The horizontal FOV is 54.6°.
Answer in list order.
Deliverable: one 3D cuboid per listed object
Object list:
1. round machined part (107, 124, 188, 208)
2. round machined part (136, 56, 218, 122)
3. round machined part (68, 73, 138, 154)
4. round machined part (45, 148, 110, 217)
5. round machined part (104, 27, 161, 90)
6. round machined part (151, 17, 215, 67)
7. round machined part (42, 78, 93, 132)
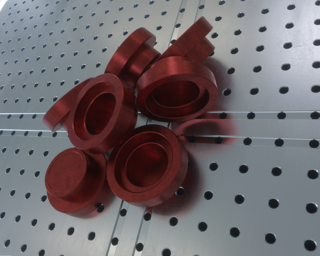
[{"bbox_3d":[-0.012,0.048,0.375,0.098,0.042,0.098,-13,56,21],"label":"round machined part"},{"bbox_3d":[0.019,-0.050,0.382,0.098,0.098,0.042,-18,58,18],"label":"round machined part"},{"bbox_3d":[-0.066,-0.014,0.383,0.098,0.042,0.098,-18,59,34],"label":"round machined part"},{"bbox_3d":[-0.114,0.066,0.419,0.098,0.042,0.098,-13,56,21],"label":"round machined part"},{"bbox_3d":[-0.035,-0.092,0.450,0.042,0.098,0.098,38,81,2],"label":"round machined part"},{"bbox_3d":[0.035,-0.100,0.419,0.098,0.042,0.098,-43,8,8],"label":"round machined part"},{"bbox_3d":[-0.119,-0.026,0.455,0.098,0.098,0.042,-42,95,-1],"label":"round machined part"}]
